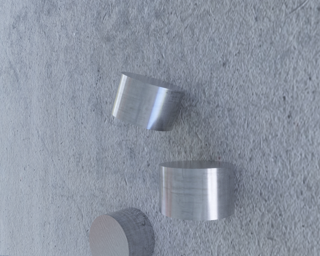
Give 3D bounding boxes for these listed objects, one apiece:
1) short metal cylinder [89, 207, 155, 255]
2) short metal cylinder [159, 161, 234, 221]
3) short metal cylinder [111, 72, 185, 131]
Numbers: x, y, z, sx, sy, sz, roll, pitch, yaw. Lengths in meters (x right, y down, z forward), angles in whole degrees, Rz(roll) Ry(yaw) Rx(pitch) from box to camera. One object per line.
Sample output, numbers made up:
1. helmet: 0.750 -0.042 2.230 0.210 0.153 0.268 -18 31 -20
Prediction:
1. short metal cylinder: -0.054 0.156 0.433 0.080 0.050 0.080 0 90 40
2. short metal cylinder: 0.039 0.064 0.337 0.080 0.081 0.050 -1 90 40
3. short metal cylinder: -0.015 -0.034 0.382 0.080 0.081 0.050 27 107 37
